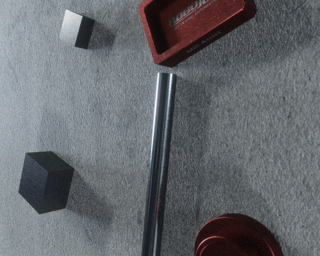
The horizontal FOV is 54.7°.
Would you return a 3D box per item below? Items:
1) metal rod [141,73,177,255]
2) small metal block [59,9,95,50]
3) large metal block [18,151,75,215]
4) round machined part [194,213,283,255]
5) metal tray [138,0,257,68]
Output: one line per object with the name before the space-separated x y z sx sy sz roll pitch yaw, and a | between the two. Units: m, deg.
metal rod | -0.004 0.079 0.408 0.025 0.025 0.298 9 96 39
small metal block | -0.140 -0.166 0.521 0.050 0.025 0.050 32 110 35
large metal block | -0.206 0.095 0.559 0.080 0.050 0.079 26 106 37
round machined part | 0.077 0.145 0.331 0.098 0.042 0.097 0 90 40
metal tray | 0.038 -0.141 0.370 0.130 0.030 0.090 -26 74 37
